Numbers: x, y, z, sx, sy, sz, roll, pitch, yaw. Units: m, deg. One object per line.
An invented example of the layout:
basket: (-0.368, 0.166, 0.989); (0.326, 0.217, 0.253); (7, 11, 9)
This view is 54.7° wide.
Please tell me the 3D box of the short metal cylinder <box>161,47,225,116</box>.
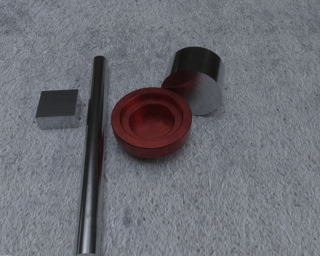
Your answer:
short metal cylinder: (0.046, -0.062, 0.420); (0.080, 0.080, 0.050); (9, 51, 7)

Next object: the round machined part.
round machined part: (-0.010, -0.003, 0.392); (0.099, 0.042, 0.098); (-1, 52, 1)

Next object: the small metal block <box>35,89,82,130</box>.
small metal block: (-0.137, -0.026, 0.424); (0.050, 0.025, 0.050); (-3, 50, -3)

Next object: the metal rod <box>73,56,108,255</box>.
metal rod: (-0.082, 0.010, 0.393); (0.025, 0.025, 0.300); (-3, 50, -3)
